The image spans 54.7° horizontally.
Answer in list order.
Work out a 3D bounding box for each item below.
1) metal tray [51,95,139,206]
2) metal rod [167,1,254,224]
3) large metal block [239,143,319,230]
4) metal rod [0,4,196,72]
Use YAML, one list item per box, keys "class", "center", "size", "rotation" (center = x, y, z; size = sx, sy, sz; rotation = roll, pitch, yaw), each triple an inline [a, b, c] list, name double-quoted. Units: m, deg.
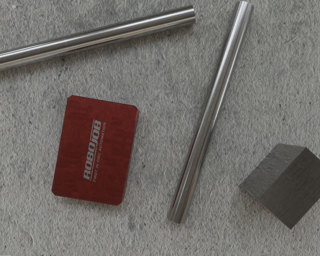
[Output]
- class: "metal tray"
  center: [-0.083, 0.028, 0.406]
  size: [0.091, 0.030, 0.129]
  rotation: [10, 90, -1]
- class: "metal rod"
  center: [0.067, -0.020, 0.410]
  size: [0.025, 0.025, 0.298]
  rotation: [18, 90, -1]
- class: "large metal block"
  center: [0.154, 0.067, 0.385]
  size: [0.050, 0.080, 0.080]
  rotation: [43, 90, -1]
- class: "metal rod"
  center: [-0.103, -0.114, 0.408]
  size: [0.302, 0.025, 0.025]
  rotation: [-14, 90, -1]
